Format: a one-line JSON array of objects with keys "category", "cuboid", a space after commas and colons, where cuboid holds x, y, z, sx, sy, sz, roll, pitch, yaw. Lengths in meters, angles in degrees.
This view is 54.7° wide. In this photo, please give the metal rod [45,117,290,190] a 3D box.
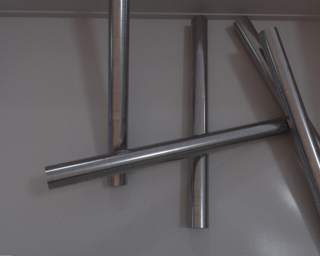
[{"category": "metal rod", "cuboid": [0.025, 0.024, 0.365, 0.302, 0.025, 0.025, -11, 70, -18]}]

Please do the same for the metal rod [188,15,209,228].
[{"category": "metal rod", "cuboid": [0.053, -0.022, 0.417, 0.025, 0.025, 0.299, 3, 70, 1]}]

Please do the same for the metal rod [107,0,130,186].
[{"category": "metal rod", "cuboid": [-0.050, -0.079, 0.373, 0.025, 0.025, 0.298, 1, 95, 0]}]

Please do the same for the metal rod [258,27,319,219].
[{"category": "metal rod", "cuboid": [0.179, 0.013, 0.384, 0.025, 0.025, 0.299, -13, 78, -5]}]

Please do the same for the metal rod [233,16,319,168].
[{"category": "metal rod", "cuboid": [0.177, -0.030, 0.421, 0.025, 0.025, 0.299, -20, 71, -7]}]
